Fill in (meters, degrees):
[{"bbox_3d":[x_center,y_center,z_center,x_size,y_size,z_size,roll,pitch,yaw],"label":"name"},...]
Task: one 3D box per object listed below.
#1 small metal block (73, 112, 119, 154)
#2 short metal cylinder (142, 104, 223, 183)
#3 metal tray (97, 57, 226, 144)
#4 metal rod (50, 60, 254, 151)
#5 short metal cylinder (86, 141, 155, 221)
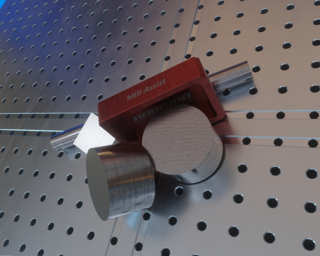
[{"bbox_3d":[-0.081,0.014,0.421,0.050,0.025,0.050,33,96,19],"label":"small metal block"},{"bbox_3d":[0.027,0.019,0.355,0.080,0.050,0.080,-8,67,21],"label":"short metal cylinder"},{"bbox_3d":[0.004,-0.021,0.373,0.130,0.090,0.030,-24,53,13],"label":"metal tray"},{"bbox_3d":[-0.023,-0.025,0.431,0.301,0.025,0.025,-19,54,16],"label":"metal rod"},{"bbox_3d":[-0.047,0.058,0.348,0.050,0.079,0.080,-9,45,-28],"label":"short metal cylinder"}]
